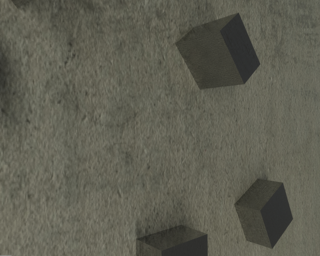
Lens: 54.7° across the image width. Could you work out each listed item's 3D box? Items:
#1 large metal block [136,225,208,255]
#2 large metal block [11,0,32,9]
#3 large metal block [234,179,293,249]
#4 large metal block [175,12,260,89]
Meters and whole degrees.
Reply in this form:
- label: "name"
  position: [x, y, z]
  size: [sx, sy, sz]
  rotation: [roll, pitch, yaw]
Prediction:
- label: "large metal block"
  position: [0.017, 0.181, 0.405]
  size: [0.081, 0.050, 0.079]
  rotation: [-2, 91, -40]
- label: "large metal block"
  position: [-0.119, -0.164, 0.269]
  size: [0.050, 0.080, 0.080]
  rotation: [-48, 119, -29]
- label: "large metal block"
  position: [0.185, 0.149, 0.547]
  size: [0.081, 0.050, 0.080]
  rotation: [-34, 111, -35]
- label: "large metal block"
  position: [0.082, -0.105, 0.440]
  size: [0.050, 0.080, 0.080]
  rotation: [-48, 119, -30]
